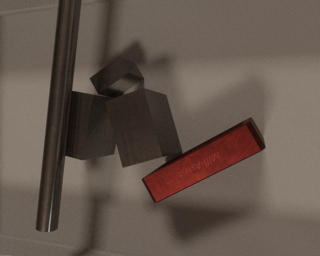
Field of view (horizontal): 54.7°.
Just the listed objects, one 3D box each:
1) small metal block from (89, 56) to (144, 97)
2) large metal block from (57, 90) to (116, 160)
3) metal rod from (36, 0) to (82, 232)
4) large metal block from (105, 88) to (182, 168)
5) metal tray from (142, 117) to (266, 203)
[{"bbox_3d":[-0.057,-0.067,0.416,0.050,0.050,0.025,-33,80,17],"label":"small metal block"},{"bbox_3d":[-0.095,-0.005,0.414,0.050,0.080,0.079,12,94,19],"label":"large metal block"},{"bbox_3d":[-0.119,-0.028,0.365,0.025,0.025,0.298,7,92,19],"label":"metal rod"},{"bbox_3d":[-0.017,0.000,0.386,0.050,0.080,0.080,-17,84,19],"label":"large metal block"},{"bbox_3d":[0.053,0.034,0.355,0.130,0.090,0.030,-30,86,17],"label":"metal tray"}]
